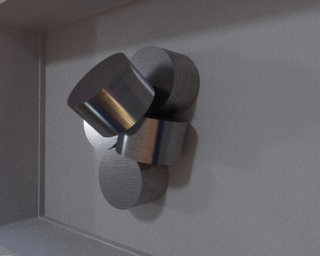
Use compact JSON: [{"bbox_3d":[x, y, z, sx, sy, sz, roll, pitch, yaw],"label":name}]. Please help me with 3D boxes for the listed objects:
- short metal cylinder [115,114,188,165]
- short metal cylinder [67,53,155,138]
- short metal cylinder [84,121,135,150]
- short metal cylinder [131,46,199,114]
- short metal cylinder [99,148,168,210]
[{"bbox_3d":[-0.010,0.008,0.376,0.080,0.081,0.050,17,101,38],"label":"short metal cylinder"},{"bbox_3d":[-0.053,-0.036,0.339,0.080,0.050,0.080,-29,33,21],"label":"short metal cylinder"},{"bbox_3d":[-0.062,-0.010,0.437,0.080,0.050,0.079,0,90,39],"label":"short metal cylinder"},{"bbox_3d":[0.001,-0.057,0.386,0.080,0.050,0.079,0,90,39],"label":"short metal cylinder"},{"bbox_3d":[-0.037,0.064,0.416,0.080,0.050,0.079,0,90,39],"label":"short metal cylinder"}]
